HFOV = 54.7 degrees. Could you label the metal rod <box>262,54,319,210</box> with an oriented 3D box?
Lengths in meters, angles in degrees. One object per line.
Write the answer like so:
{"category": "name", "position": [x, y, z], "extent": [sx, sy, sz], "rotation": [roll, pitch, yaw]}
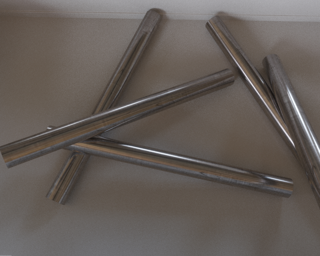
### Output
{"category": "metal rod", "position": [0.162, 0.013, 0.347], "extent": [0.025, 0.025, 0.300], "rotation": [0, 47, 0]}

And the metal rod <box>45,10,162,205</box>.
{"category": "metal rod", "position": [-0.068, -0.041, 0.423], "extent": [0.025, 0.025, 0.300], "rotation": [22, 71, 7]}

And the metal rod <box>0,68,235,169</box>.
{"category": "metal rod", "position": [-0.033, -0.021, 0.380], "extent": [0.302, 0.025, 0.025], "rotation": [-22, 71, -23]}

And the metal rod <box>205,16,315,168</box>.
{"category": "metal rod", "position": [0.149, -0.035, 0.424], "extent": [0.025, 0.025, 0.299], "rotation": [-26, 72, -9]}

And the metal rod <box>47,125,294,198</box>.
{"category": "metal rod", "position": [0.012, 0.042, 0.379], "extent": [0.302, 0.025, 0.025], "rotation": [13, 70, -2]}
